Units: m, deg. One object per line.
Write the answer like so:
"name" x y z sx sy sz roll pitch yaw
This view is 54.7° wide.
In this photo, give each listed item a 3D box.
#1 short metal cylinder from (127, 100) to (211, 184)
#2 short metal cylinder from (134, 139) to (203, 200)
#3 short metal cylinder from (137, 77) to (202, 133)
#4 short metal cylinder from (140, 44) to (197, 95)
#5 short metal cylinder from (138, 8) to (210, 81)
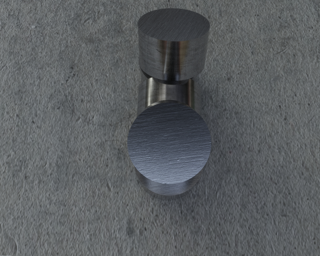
"short metal cylinder" 0.009 0.012 0.321 0.080 0.050 0.079 0 98 1
"short metal cylinder" 0.010 0.046 0.380 0.081 0.050 0.080 0 70 0
"short metal cylinder" 0.012 -0.025 0.390 0.080 0.080 0.050 1 70 0
"short metal cylinder" 0.013 -0.081 0.426 0.081 0.050 0.080 0 70 0
"short metal cylinder" 0.015 -0.099 0.364 0.081 0.050 0.080 1 45 -1
